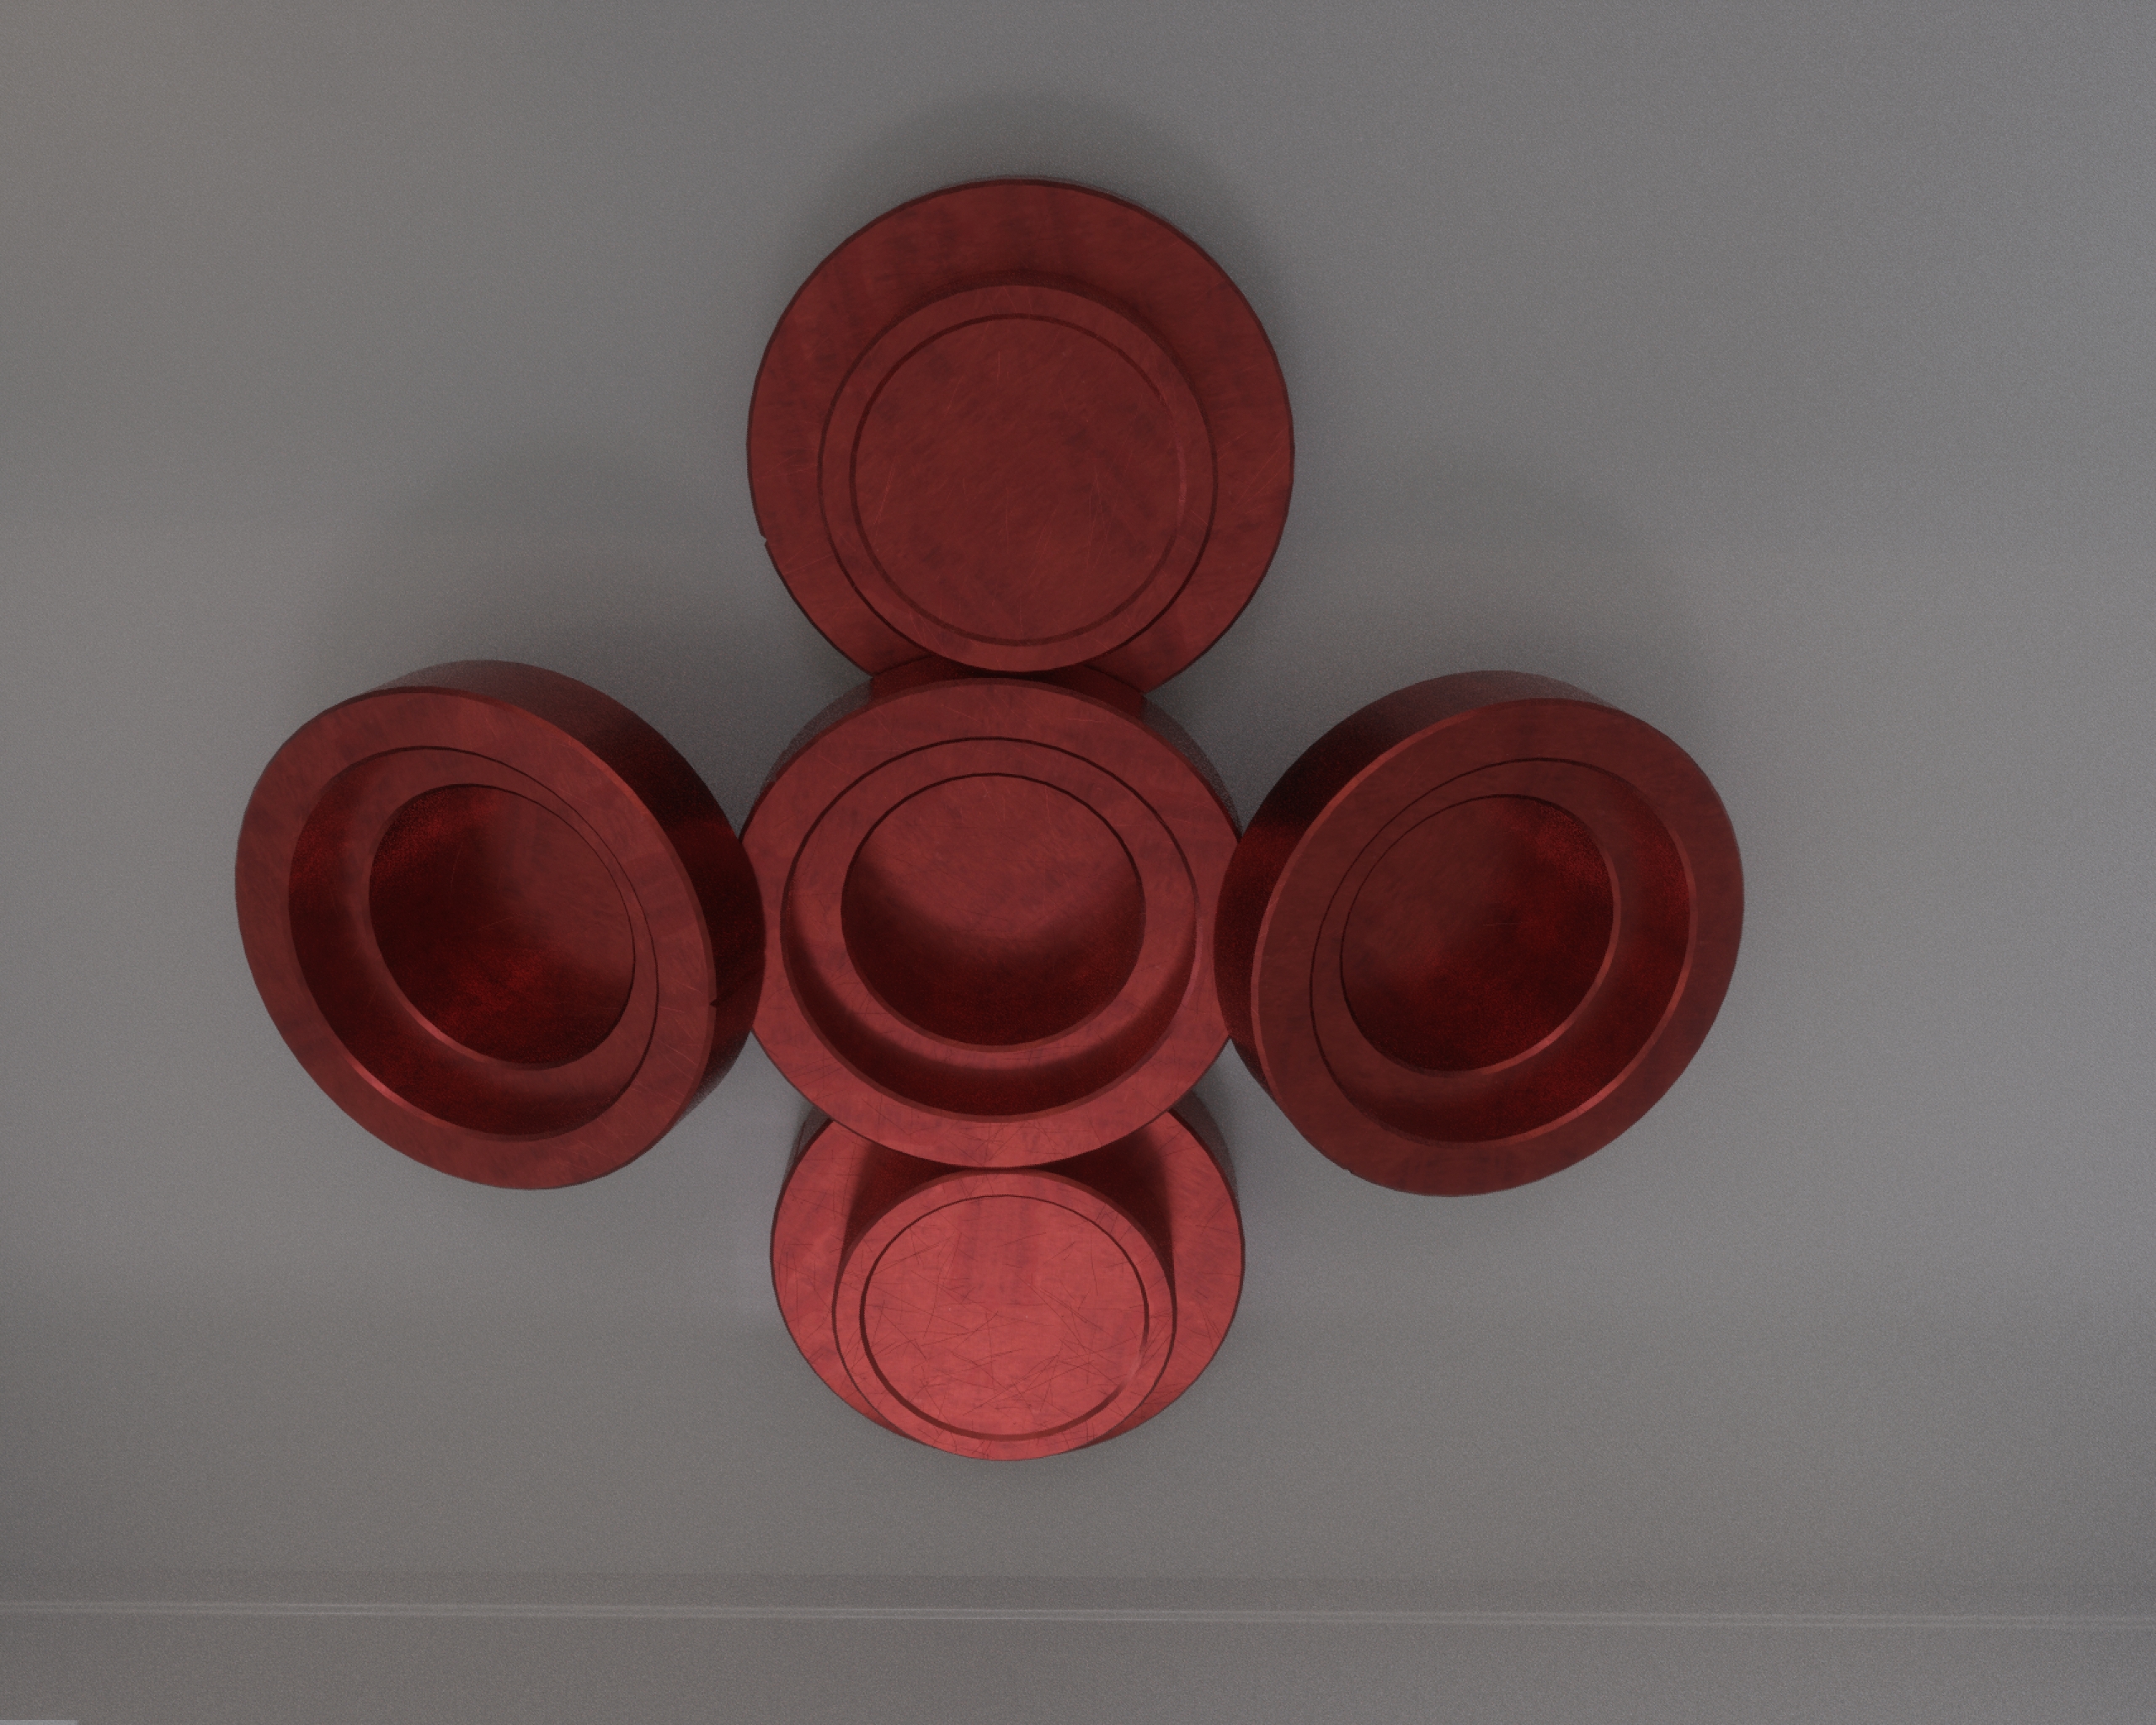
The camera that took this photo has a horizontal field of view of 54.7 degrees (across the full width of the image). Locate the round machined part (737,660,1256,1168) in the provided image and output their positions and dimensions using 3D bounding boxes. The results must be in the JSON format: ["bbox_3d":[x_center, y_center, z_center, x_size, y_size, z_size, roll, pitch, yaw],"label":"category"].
[{"bbox_3d":[-0.016,0.006,0.402,0.099,0.042,0.097,0,110,0],"label":"round machined part"}]

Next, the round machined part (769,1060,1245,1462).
[{"bbox_3d":[-0.015,0.083,0.431,0.099,0.042,0.097,0,110,0],"label":"round machined part"}]

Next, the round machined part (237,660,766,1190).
[{"bbox_3d":[-0.104,0.009,0.394,0.098,0.042,0.097,6,111,16],"label":"round machined part"}]

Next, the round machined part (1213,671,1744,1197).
[{"bbox_3d":[0.072,0.011,0.396,0.099,0.042,0.097,-6,111,-16],"label":"round machined part"}]

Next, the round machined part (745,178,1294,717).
[{"bbox_3d":[-0.010,-0.071,0.374,0.099,0.042,0.097,0,110,0],"label":"round machined part"}]
